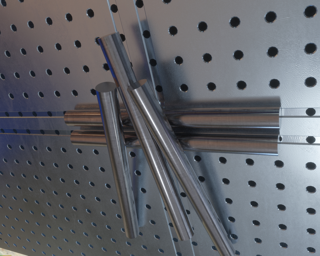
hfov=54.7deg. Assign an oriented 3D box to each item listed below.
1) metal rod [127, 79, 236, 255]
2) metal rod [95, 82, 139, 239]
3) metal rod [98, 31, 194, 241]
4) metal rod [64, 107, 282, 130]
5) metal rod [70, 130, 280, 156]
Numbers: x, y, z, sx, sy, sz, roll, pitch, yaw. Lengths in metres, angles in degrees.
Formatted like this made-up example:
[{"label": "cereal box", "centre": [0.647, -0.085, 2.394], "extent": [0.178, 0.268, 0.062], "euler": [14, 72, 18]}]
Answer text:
[{"label": "metal rod", "centre": [0.039, 0.071, 0.409], "extent": [0.025, 0.025, 0.299], "euler": [-11, 120, 32]}, {"label": "metal rod", "centre": [-0.056, 0.069, 0.458], "extent": [0.025, 0.025, 0.298], "euler": [13, 131, 20]}, {"label": "metal rod", "centre": [-0.010, 0.027, 0.400], "extent": [0.025, 0.025, 0.298], "euler": [-6, 116, 31]}, {"label": "metal rod", "centre": [-0.003, -0.013, 0.404], "extent": [0.301, 0.025, 0.025], "euler": [1, 119, 27]}, {"label": "metal rod", "centre": [0.001, 0.017, 0.420], "extent": [0.301, 0.025, 0.025], "euler": [1, 119, 27]}]
